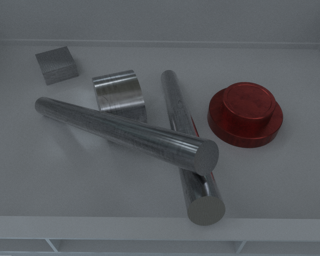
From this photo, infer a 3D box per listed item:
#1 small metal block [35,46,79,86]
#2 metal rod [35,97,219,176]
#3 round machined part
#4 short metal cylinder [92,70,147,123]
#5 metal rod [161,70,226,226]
[{"bbox_3d":[-0.161,-0.098,0.485,0.050,0.025,0.050,-21,53,-17],"label":"small metal block"},{"bbox_3d":[-0.065,-0.005,0.321,0.025,0.025,0.300,-39,33,-28],"label":"metal rod"},{"bbox_3d":[0.116,-0.024,0.416,0.099,0.042,0.098,0,50,0],"label":"round machined part"},{"bbox_3d":[-0.052,-0.030,0.394,0.050,0.080,0.080,-14,52,-12],"label":"short metal cylinder"},{"bbox_3d":[0.022,-0.011,0.337,0.025,0.025,0.300,-2,26,-2],"label":"metal rod"}]
